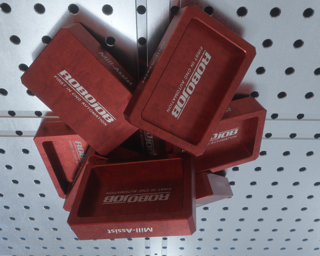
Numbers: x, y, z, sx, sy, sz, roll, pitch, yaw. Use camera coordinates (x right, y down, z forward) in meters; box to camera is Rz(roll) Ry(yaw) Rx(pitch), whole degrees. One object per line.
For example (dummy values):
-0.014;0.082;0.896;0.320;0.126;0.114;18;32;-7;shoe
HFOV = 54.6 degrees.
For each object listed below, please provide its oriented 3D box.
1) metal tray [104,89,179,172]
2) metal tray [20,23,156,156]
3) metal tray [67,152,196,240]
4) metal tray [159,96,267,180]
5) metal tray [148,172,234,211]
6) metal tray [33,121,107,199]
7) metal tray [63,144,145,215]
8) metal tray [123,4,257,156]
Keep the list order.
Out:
-0.019;0.009;0.415;0.090;0.030;0.129;-5;128;1;metal tray
-0.079;-0.039;0.352;0.090;0.030;0.130;-38;106;27;metal tray
-0.027;0.074;0.347;0.130;0.090;0.030;-6;130;11;metal tray
0.066;0.017;0.399;0.131;0.030;0.090;-15;131;-10;metal tray
0.046;0.096;0.446;0.090;0.030;0.130;-23;160;19;metal tray
-0.115;0.049;0.449;0.090;0.030;0.129;-4;129;2;metal tray
-0.073;0.081;0.436;0.090;0.030;0.129;21;127;-17;metal tray
0.031;-0.047;0.325;0.090;0.030;0.130;27;92;-21;metal tray
